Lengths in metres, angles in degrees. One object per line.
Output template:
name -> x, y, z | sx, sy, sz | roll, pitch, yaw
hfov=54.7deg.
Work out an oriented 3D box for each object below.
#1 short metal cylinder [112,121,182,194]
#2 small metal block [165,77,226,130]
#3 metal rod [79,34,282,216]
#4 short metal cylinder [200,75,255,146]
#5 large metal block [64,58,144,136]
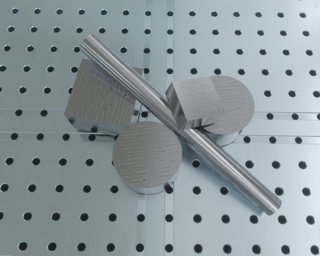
short metal cylinder -> -0.015, 0.038, 0.381 | 0.081, 0.050, 0.080 | 0, 70, 0
small metal block -> 0.040, -0.029, 0.358 | 0.050, 0.025, 0.050 | -11, 69, -23
metal rod -> 0.025, -0.003, 0.372 | 0.300, 0.025, 0.025 | 41, 75, -1
short metal cylinder -> 0.076, -0.021, 0.403 | 0.081, 0.050, 0.080 | 0, 70, 0
large metal block -> -0.068, -0.037, 0.406 | 0.080, 0.050, 0.080 | 10, 70, 3
